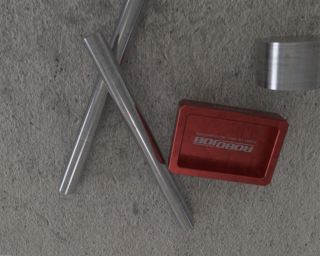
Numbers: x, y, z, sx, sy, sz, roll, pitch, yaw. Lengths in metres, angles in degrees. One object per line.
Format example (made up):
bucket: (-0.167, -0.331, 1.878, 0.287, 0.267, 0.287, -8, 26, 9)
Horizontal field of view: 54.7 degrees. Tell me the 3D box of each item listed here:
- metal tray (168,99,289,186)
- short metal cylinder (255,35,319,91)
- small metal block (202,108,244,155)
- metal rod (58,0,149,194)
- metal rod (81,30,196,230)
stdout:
metal tray: (0.081, 0.019, 0.388, 0.131, 0.030, 0.089, 8, 110, -3)
short metal cylinder: (0.151, -0.076, 0.354, 0.080, 0.080, 0.050, -4, 110, 1)
small metal block: (0.081, 0.002, 0.411, 0.050, 0.025, 0.050, 19, 109, -7)
metal rod: (-0.074, -0.042, 0.393, 0.025, 0.025, 0.298, 22, 109, -8)
metal rod: (-0.017, 0.020, 0.400, 0.025, 0.025, 0.299, -22, 115, 8)
